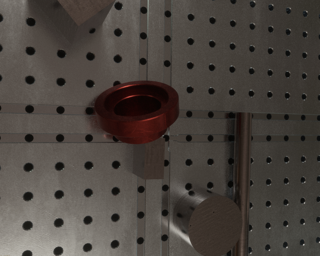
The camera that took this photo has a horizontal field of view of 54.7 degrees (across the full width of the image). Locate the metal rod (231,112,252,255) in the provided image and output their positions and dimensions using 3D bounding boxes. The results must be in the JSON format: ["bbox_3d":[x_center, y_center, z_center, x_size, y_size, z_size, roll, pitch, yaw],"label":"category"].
[{"bbox_3d":[0.119,0.126,0.458,0.025,0.025,0.298,2,89,-20],"label":"metal rod"}]

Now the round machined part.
[{"bbox_3d":[-0.026,-0.017,0.373,0.099,0.098,0.042,-19,127,-19],"label":"round machined part"}]

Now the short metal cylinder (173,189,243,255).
[{"bbox_3d":[0.065,0.128,0.425,0.081,0.050,0.079,0,90,-21],"label":"short metal cylinder"}]

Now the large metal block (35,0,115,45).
[{"bbox_3d":[-0.102,-0.149,0.346,0.050,0.080,0.080,-43,104,-15],"label":"large metal block"}]

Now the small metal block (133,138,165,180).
[{"bbox_3d":[-0.015,0.036,0.395,0.025,0.050,0.050,2,90,-21],"label":"small metal block"}]
